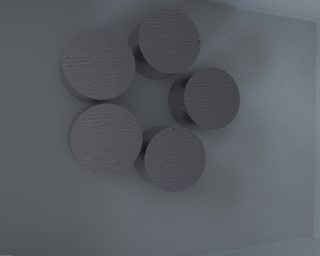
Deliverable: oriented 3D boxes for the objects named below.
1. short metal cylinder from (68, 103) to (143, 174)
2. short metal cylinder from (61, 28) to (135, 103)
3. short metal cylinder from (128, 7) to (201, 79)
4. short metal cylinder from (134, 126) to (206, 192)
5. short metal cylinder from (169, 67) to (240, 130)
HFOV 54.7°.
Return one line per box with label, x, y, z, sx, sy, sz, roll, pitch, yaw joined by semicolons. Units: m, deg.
short metal cylinder;-0.067;0.012;0.370;0.081;0.050;0.080;0;90;-20
short metal cylinder;-0.075;-0.071;0.367;0.081;0.050;0.080;0;90;-20
short metal cylinder;0.004;-0.105;0.396;0.081;0.050;0.080;0;90;-20
short metal cylinder;0.011;0.038;0.399;0.081;0.050;0.080;0;90;-20
short metal cylinder;0.059;-0.038;0.416;0.081;0.050;0.080;0;90;-20
